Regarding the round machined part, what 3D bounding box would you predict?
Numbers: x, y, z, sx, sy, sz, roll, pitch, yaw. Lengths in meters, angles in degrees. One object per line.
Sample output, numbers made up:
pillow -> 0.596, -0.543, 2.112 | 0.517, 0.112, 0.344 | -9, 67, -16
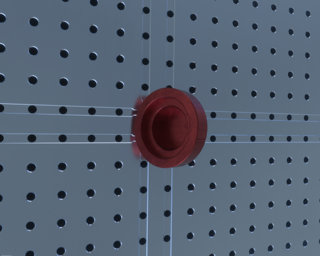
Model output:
round machined part -> 0.018, 0.001, 0.390 | 0.042, 0.098, 0.097 | 4, 88, -51
